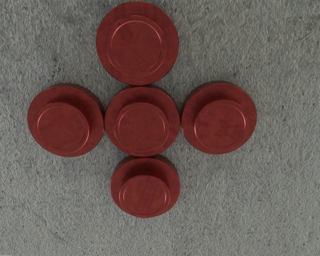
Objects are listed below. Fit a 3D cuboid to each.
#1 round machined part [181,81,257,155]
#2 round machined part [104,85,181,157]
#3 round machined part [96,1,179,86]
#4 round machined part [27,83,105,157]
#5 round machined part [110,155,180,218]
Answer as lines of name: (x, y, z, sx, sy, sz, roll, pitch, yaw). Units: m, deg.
round machined part: (0.076, -0.009, 0.400, 0.099, 0.042, 0.097, 0, 110, -1)
round machined part: (-0.023, -0.006, 0.400, 0.099, 0.042, 0.097, 0, 110, -1)
round machined part: (-0.027, -0.098, 0.366, 0.099, 0.042, 0.097, 0, 110, -1)
round machined part: (-0.121, -0.006, 0.398, 0.099, 0.042, 0.097, 0, 110, -1)
round machined part: (-0.020, 0.086, 0.433, 0.099, 0.042, 0.097, 0, 110, -1)
